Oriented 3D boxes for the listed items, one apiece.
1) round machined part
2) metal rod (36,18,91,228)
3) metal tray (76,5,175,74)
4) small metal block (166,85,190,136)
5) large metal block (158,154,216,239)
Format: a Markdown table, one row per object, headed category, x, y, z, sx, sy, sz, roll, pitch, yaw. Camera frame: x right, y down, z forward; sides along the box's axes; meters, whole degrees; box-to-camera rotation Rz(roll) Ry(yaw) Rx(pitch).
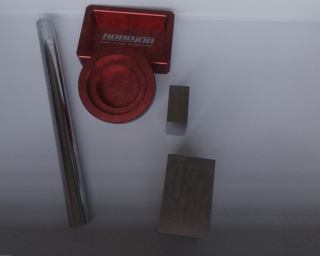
| category | x | y | z | sx | sy | sz | roll | pitch | yaw |
| --- | --- | --- | --- | --- | --- | --- | --- | --- | --- |
| round machined part | -0.054 | -0.053 | 0.410 | 0.099 | 0.042 | 0.097 | 0 | 87 | 3 |
| metal rod | -0.133 | -0.020 | 0.415 | 0.025 | 0.025 | 0.299 | -14 | 71 | -6 |
| metal tray | -0.047 | -0.130 | 0.453 | 0.131 | 0.030 | 0.090 | 5 | 70 | 1 |
| small metal block | 0.023 | -0.022 | 0.405 | 0.025 | 0.050 | 0.050 | 5 | 70 | 1 |
| large metal block | 0.028 | 0.081 | 0.351 | 0.050 | 0.080 | 0.080 | 8 | 70 | 2 |
